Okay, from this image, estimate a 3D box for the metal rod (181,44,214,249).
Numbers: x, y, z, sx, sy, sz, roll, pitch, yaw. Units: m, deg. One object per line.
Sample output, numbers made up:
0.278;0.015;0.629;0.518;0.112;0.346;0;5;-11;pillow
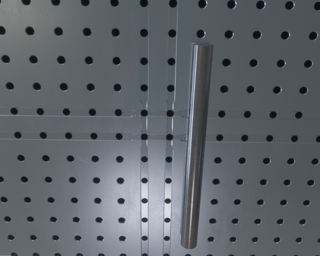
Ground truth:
0.048;0.039;0.427;0.025;0.025;0.298;1;110;-1;metal rod
